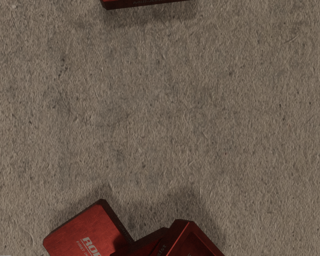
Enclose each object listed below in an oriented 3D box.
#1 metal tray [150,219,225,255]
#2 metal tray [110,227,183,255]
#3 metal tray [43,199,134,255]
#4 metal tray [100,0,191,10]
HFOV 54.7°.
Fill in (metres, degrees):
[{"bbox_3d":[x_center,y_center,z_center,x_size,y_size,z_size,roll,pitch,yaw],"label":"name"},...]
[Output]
[{"bbox_3d":[0.020,0.187,0.365,0.090,0.030,0.130,50,60,-15],"label":"metal tray"},{"bbox_3d":[-0.002,0.203,0.385,0.091,0.030,0.129,-16,90,-34],"label":"metal tray"},{"bbox_3d":[-0.077,0.172,0.407,0.090,0.030,0.130,-34,90,-1],"label":"metal tray"},{"bbox_3d":[-0.017,-0.212,0.407,0.131,0.030,0.089,-7,90,-1],"label":"metal tray"}]
